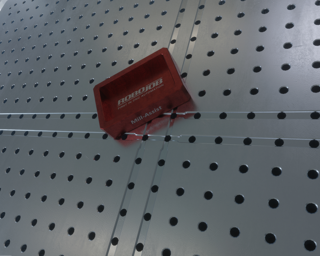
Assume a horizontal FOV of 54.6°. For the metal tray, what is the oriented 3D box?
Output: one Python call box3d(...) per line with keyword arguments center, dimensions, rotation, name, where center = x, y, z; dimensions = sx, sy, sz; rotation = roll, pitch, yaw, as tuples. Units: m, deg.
box3d(center=(-0.030, -0.052, 0.453), dimensions=(0.130, 0.030, 0.090), rotation=(-27, 52, 11), name="metal tray")
